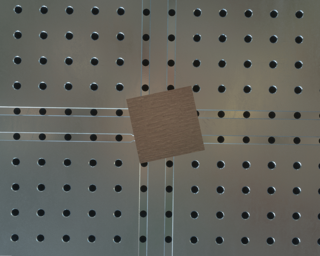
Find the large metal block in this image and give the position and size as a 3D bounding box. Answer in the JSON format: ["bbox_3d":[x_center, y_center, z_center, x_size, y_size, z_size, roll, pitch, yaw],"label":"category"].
[{"bbox_3d":[0.007,-0.004,0.400,0.080,0.050,0.080,-12,90,0],"label":"large metal block"}]
